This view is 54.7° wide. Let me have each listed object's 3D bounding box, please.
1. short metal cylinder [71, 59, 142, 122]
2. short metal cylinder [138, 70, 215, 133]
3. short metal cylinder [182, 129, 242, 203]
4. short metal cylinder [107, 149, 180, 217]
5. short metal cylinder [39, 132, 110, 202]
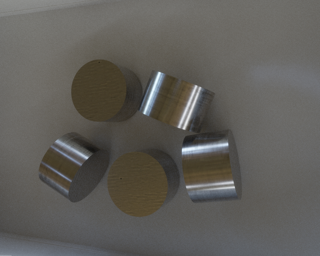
[{"bbox_3d":[-0.071,-0.048,0.419,0.080,0.050,0.079,0,90,19],"label":"short metal cylinder"},{"bbox_3d":[0.020,-0.032,0.373,0.080,0.080,0.050,23,98,18],"label":"short metal cylinder"},{"bbox_3d":[0.062,0.044,0.357,0.050,0.080,0.080,-10,87,19],"label":"short metal cylinder"},{"bbox_3d":[-0.020,0.068,0.402,0.080,0.050,0.079,0,90,19],"label":"short metal cylinder"},{"bbox_3d":[-0.113,0.052,0.417,0.050,0.080,0.080,29,99,17],"label":"short metal cylinder"}]
